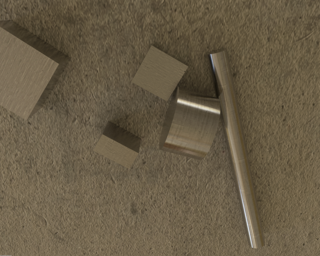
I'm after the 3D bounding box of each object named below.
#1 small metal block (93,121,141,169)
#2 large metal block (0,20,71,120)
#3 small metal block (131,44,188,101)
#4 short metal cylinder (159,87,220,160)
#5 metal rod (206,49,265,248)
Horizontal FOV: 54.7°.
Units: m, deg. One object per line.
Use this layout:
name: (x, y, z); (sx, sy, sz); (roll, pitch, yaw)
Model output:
small metal block: (-0.054, 0.021, 0.403); (0.050, 0.050, 0.025); (29, 107, -11)
large metal block: (-0.168, -0.070, 0.368); (0.080, 0.050, 0.080); (33, 107, -12)
small metal block: (-0.001, -0.069, 0.384); (0.050, 0.025, 0.050); (28, 107, -11)
short metal cylinder: (0.035, -0.005, 0.379); (0.050, 0.080, 0.079); (16, 109, -6)
metal rod: (0.109, 0.041, 0.426); (0.025, 0.025, 0.298); (-15, 110, 5)
